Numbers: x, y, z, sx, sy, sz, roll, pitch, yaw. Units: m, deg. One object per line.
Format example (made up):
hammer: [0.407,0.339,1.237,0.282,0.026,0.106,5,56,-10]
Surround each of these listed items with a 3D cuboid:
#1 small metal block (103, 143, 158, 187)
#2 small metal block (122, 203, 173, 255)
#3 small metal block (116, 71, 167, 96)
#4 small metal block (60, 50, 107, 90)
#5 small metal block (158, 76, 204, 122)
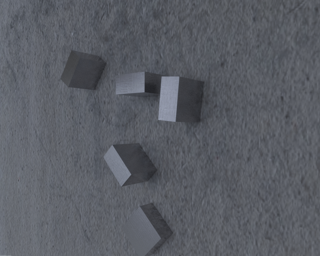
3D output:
small metal block: [-0.040,0.048,0.419,0.025,0.050,0.050,-52,60,27]
small metal block: [-0.018,0.138,0.418,0.050,0.025,0.050,51,119,27]
small metal block: [-0.022,-0.056,0.405,0.050,0.050,0.025,1,91,39]
small metal block: [-0.119,-0.089,0.484,0.025,0.050,0.050,43,116,31]
small metal block: [0.026,-0.033,0.366,0.025,0.050,0.050,8,95,39]
